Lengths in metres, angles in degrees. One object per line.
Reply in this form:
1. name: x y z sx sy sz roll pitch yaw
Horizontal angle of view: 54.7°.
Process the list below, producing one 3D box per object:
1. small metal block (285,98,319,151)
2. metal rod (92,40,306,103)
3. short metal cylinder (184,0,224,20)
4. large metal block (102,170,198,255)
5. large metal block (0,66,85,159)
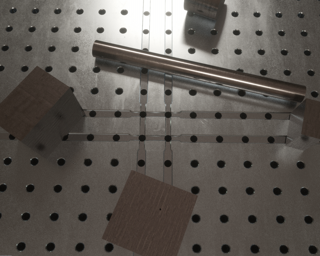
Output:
1. small metal block: 0.189 -0.003 0.402 0.025 0.050 0.050 16 71 5
2. metal rod: 0.052 -0.081 0.442 0.302 0.025 0.025 13 71 4
3. short metal cylinder: 0.073 -0.208 0.459 0.050 0.080 0.080 22 71 7
4. large metal block: -0.010 0.105 0.360 0.080 0.050 0.080 20 71 7
5. large metal block: -0.148 -0.016 0.387 0.050 0.080 0.080 33 73 11
